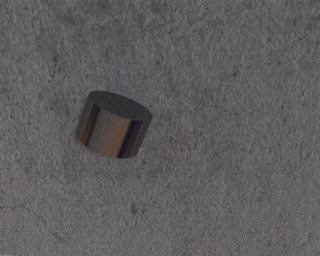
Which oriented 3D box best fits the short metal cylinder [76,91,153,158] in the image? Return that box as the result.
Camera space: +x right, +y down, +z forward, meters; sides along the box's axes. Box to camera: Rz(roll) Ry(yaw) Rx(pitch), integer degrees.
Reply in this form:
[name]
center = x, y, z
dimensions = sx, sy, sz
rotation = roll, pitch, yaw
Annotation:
[short metal cylinder]
center = -0.055, -0.006, 0.378
dimensions = 0.080, 0.080, 0.050
rotation = 21, 109, -8
